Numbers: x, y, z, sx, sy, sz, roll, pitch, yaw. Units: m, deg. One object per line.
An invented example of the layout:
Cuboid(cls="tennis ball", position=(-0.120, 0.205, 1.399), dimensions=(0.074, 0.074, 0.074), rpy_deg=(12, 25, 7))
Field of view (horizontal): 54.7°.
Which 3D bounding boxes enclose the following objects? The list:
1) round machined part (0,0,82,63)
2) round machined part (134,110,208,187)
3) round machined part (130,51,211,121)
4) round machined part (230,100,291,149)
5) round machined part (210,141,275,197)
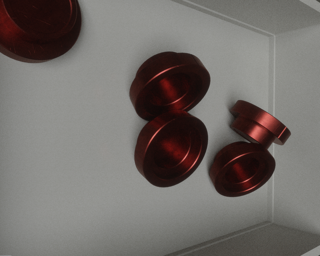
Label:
Cuboid(cls="round machined part", position=(-0.120, -0.114, 0.296), dimensions=(0.099, 0.042, 0.097), rpy_deg=(0, 90, -40))
Cuboid(cls="round machined part", position=(0.010, 0.022, 0.391), dimensions=(0.099, 0.042, 0.097), rpy_deg=(-18, 123, -29))
Cuboid(cls="round machined part", position=(0.009, -0.055, 0.381), dimensions=(0.099, 0.097, 0.042), rpy_deg=(4, 48, -40))
Cuboid(cls="round machined part", position=(0.154, 0.000, 0.497), dimensions=(0.098, 0.098, 0.042), rpy_deg=(34, 92, -35))
Cuboid(cls="round machined part", position=(0.123, 0.059, 0.480), dimensions=(0.099, 0.042, 0.097), rpy_deg=(-9, 130, -11))
